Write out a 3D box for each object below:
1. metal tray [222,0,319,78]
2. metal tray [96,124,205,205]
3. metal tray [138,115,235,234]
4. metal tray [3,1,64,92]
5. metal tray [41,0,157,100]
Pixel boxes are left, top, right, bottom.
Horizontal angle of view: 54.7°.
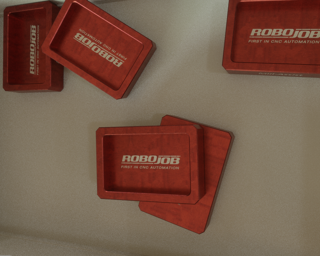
[{"bbox_3d":[0.143,-0.107,0.357,0.130,0.030,0.089,6,92,19],"label":"metal tray"},{"bbox_3d":[-0.014,0.042,0.379,0.130,0.030,0.089,-2,89,20],"label":"metal tray"},{"bbox_3d":[0.033,0.056,0.396,0.090,0.030,0.129,17,96,19],"label":"metal tray"},{"bbox_3d":[-0.195,-0.121,0.476,0.090,0.030,0.129,1,90,20],"label":"metal tray"},{"bbox_3d":[-0.083,-0.109,0.420,0.130,0.030,0.090,33,101,3],"label":"metal tray"}]
